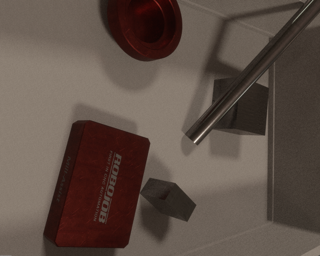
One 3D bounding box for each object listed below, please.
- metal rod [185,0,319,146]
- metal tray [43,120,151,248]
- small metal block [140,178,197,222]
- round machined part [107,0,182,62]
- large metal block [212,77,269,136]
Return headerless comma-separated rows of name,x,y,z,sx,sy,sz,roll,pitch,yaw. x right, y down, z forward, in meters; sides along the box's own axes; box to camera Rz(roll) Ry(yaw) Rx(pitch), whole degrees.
metal rod,0.146,-0.093,0.445,0.300,0.025,0.025,-48,123,2
metal tray,-0.066,0.064,0.349,0.091,0.030,0.129,20,77,-39
small metal block,0.010,0.092,0.401,0.050,0.050,0.025,49,61,-29
round machined part,-0.022,-0.130,0.378,0.099,0.042,0.097,0,90,-40
large metal block,0.130,-0.033,0.502,0.081,0.050,0.080,11,83,-40
